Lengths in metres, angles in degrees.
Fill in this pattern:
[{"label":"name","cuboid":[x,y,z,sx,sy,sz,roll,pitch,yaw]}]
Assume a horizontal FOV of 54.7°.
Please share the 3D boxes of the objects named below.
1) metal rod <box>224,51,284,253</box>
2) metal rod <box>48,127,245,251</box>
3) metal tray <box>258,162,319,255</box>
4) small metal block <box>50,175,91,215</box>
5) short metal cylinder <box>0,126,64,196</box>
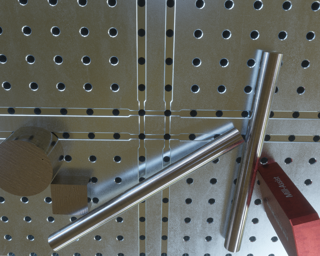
[{"label":"metal rod","cuboid":[0.126,0.046,0.432,0.025,0.025,0.298,5,110,-2]},{"label":"metal rod","cuboid":[-0.021,0.086,0.429,0.301,0.025,0.025,-31,108,4]},{"label":"metal tray","cuboid":[0.166,0.113,0.402,0.030,0.130,0.089,-16,110,6]},{"label":"small metal block","cuboid":[-0.127,0.097,0.448,0.050,0.025,0.050,3,110,-2]},{"label":"short metal cylinder","cuboid":[-0.176,0.043,0.414,0.081,0.050,0.079,0,110,-1]}]
